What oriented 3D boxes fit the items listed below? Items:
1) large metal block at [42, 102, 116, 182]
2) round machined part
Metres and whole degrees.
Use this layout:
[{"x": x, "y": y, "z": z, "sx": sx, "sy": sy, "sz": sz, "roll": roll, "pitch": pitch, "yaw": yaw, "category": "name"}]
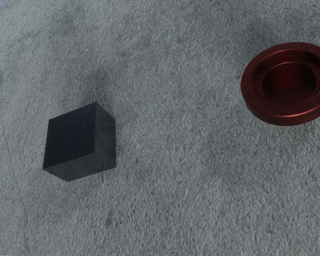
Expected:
[{"x": -0.110, "y": 0.021, "z": 0.433, "sx": 0.080, "sy": 0.050, "sz": 0.080, "roll": -18, "pitch": 55, "yaw": 17, "category": "large metal block"}, {"x": 0.144, "y": -0.044, "z": 0.345, "sx": 0.098, "sy": 0.042, "sz": 0.098, "roll": -13, "pitch": 56, "yaw": 21, "category": "round machined part"}]
